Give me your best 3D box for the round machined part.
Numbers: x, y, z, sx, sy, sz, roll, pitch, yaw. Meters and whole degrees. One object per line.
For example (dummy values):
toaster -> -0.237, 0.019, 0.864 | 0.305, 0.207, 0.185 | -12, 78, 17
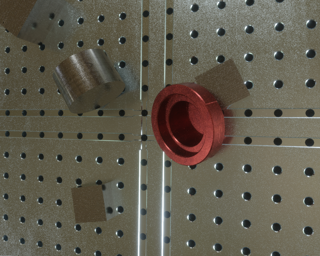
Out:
round machined part -> 0.038, -0.007, 0.375 | 0.098, 0.042, 0.097 | 18, 115, 43

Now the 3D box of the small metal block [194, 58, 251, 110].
small metal block -> 0.079, -0.051, 0.385 | 0.050, 0.025, 0.050 | -26, 82, 17

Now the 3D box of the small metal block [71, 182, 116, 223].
small metal block -> -0.096, 0.107, 0.445 | 0.050, 0.025, 0.050 | -10, 87, 19

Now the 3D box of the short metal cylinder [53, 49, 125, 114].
short metal cylinder -> -0.094, -0.061, 0.415 | 0.080, 0.080, 0.050 | -32, 80, 17

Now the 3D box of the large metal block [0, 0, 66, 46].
large metal block -> -0.205, -0.186, 0.470 | 0.080, 0.050, 0.080 | 38, 102, 15
